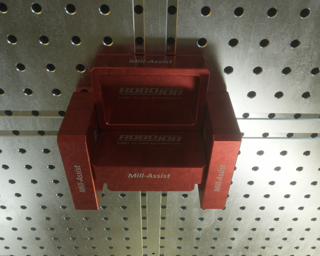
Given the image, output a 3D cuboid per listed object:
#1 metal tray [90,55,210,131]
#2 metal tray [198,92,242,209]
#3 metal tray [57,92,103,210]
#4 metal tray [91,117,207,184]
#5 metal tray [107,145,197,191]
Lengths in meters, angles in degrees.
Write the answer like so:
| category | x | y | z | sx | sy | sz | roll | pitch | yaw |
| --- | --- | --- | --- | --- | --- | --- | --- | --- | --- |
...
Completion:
| category | x | y | z | sx | sy | sz | roll | pitch | yaw |
| --- | --- | --- | --- | --- | --- | --- | --- | --- | --- |
| metal tray | -0.011 | -0.040 | 0.374 | 0.131 | 0.030 | 0.089 | 0 | 130 | -1 |
| metal tray | 0.069 | 0.030 | 0.395 | 0.030 | 0.090 | 0.129 | 1 | 130 | -1 |
| metal tray | -0.093 | 0.031 | 0.393 | 0.030 | 0.090 | 0.129 | 1 | 130 | -1 |
| metal tray | -0.013 | 0.026 | 0.388 | 0.131 | 0.090 | 0.030 | 1 | 130 | -1 |
| metal tray | -0.013 | 0.053 | 0.451 | 0.131 | 0.030 | 0.089 | 0 | 130 | -1 |
